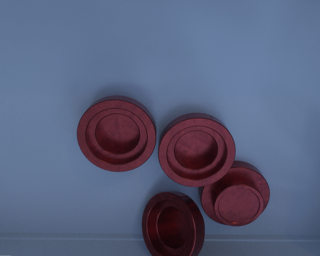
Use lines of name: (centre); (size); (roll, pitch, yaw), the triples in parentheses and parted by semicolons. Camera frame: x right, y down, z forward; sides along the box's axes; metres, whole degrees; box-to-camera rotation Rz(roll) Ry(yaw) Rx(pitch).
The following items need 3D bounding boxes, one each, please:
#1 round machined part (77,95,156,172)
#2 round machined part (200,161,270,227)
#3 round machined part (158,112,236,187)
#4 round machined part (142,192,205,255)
round machined part: (-0.054, 0.005, 0.403); (0.099, 0.042, 0.097); (0, 110, 0)
round machined part: (0.107, 0.099, 0.440); (0.099, 0.042, 0.097); (0, 110, 0)
round machined part: (0.047, 0.025, 0.412); (0.099, 0.042, 0.097); (0, 110, 0)
round machined part: (0.023, 0.138, 0.434); (0.042, 0.098, 0.097); (8, 116, -46)
